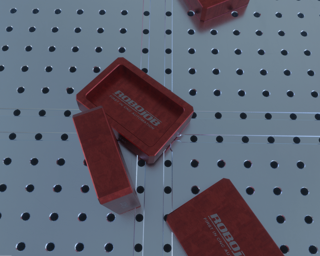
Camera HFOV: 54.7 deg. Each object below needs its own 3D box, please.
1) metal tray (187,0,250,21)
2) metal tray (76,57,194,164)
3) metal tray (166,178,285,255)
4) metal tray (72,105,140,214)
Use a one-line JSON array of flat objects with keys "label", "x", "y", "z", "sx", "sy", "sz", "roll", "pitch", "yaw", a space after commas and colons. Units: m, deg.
[{"label": "metal tray", "x": 0.078, "y": -0.243, "z": 0.498, "sx": 0.091, "sy": 0.030, "sz": 0.130, "roll": -24, "pitch": 72, "yaw": -9}, {"label": "metal tray", "x": -0.033, "y": -0.026, "z": 0.413, "sx": 0.130, "sy": 0.030, "sz": 0.090, "roll": 37, "pitch": 67, "yaw": 12}, {"label": "metal tray", "x": 0.078, "y": 0.136, "z": 0.360, "sx": 0.090, "sy": 0.030, "sz": 0.130, "roll": -31, "pitch": 73, "yaw": -11}, {"label": "metal tray", "x": -0.054, "y": 0.042, "z": 0.340, "sx": 0.030, "sy": 0.130, "sz": 0.090, "roll": -20, "pitch": 72, "yaw": -7}]
